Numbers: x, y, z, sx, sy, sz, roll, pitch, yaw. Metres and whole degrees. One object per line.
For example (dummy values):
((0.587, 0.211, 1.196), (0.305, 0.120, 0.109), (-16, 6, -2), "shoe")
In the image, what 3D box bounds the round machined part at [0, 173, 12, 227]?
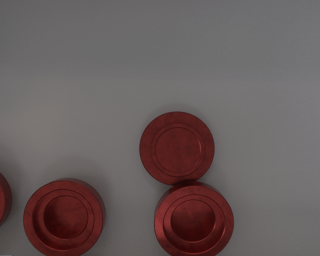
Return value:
((-0.241, 0.093, 0.400), (0.099, 0.042, 0.097), (0, 90, -3), "round machined part")

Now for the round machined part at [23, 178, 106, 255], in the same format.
((-0.119, 0.113, 0.402), (0.099, 0.042, 0.097), (0, 90, 0), "round machined part")

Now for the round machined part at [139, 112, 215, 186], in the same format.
((0.022, 0.027, 0.403), (0.099, 0.042, 0.097), (0, 90, 0), "round machined part")

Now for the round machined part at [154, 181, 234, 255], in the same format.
((0.041, 0.116, 0.400), (0.099, 0.042, 0.097), (0, 96, -2), "round machined part")
